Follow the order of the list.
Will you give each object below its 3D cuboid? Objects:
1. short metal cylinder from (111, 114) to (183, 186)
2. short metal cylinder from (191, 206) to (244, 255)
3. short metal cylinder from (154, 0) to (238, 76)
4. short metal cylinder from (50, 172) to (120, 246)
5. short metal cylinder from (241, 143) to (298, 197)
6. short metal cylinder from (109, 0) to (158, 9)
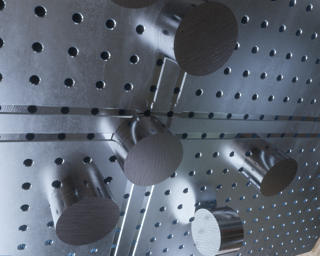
[{"bbox_3d":[-0.017,0.029,0.403,0.081,0.050,0.079,-14,124,-21],"label":"short metal cylinder"},{"bbox_3d":[0.099,0.179,0.541,0.050,0.080,0.079,2,117,-30],"label":"short metal cylinder"},{"bbox_3d":[0.040,-0.105,0.352,0.081,0.050,0.079,-14,124,-21],"label":"short metal cylinder"},{"bbox_3d":[-0.099,0.106,0.406,0.081,0.050,0.079,-14,124,-21],"label":"short metal cylinder"},{"bbox_3d":[0.192,0.073,0.545,0.081,0.050,0.079,-14,124,-21],"label":"short metal cylinder"},{"bbox_3d":[-0.031,-0.155,0.282,0.081,0.050,0.079,-14,124,-21],"label":"short metal cylinder"}]
